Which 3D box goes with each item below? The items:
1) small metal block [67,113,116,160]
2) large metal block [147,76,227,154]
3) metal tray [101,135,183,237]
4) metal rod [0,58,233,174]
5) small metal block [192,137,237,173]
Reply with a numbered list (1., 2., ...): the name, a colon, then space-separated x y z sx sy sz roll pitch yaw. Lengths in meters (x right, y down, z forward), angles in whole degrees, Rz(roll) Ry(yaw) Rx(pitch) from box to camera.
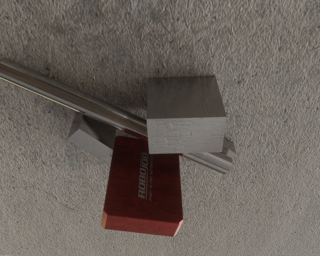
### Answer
1. small metal block: -0.085 0.005 0.394 0.050 0.050 0.025 37 121 -27
2. large metal block: 0.027 -0.017 0.357 0.081 0.080 0.050 -2 130 1
3. metal tray: -0.021 0.069 0.399 0.091 0.130 0.030 10 129 -8
4. metal rod: -0.044 -0.009 0.383 0.302 0.025 0.025 24 126 -13
5. small metal block: 0.070 0.030 0.436 0.050 0.025 0.050 34 122 -26
